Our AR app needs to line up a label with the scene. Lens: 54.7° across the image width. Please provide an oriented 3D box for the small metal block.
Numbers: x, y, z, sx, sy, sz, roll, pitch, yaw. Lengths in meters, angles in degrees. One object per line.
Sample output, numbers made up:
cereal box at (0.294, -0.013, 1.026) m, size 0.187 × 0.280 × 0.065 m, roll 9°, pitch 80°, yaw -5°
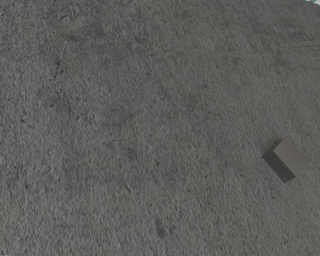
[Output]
small metal block at (0.194, 0.048, 0.479) m, size 0.050 × 0.025 × 0.050 m, roll -33°, pitch 80°, yaw -38°
